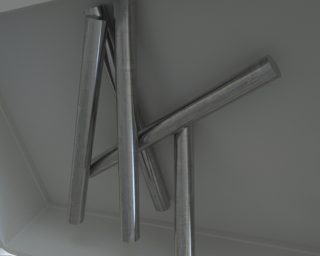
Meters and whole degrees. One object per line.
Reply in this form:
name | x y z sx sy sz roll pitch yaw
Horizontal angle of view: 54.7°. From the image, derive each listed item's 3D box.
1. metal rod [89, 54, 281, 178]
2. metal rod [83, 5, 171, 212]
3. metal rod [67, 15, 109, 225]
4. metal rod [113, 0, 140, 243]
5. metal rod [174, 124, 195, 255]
metal rod | 0.001 0.002 0.377 0.299 0.025 0.025 -30 102 35
metal rod | -0.036 -0.010 0.420 0.025 0.025 0.298 -3 117 29
metal rod | -0.099 0.009 0.406 0.025 0.025 0.298 21 117 15
metal rod | -0.039 -0.003 0.371 0.025 0.025 0.298 6 104 25
metal rod | 0.030 0.137 0.378 0.025 0.025 0.298 -2 85 29
